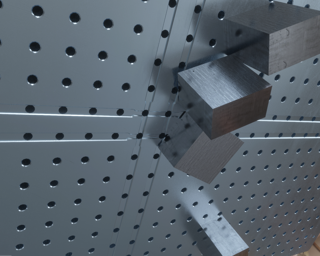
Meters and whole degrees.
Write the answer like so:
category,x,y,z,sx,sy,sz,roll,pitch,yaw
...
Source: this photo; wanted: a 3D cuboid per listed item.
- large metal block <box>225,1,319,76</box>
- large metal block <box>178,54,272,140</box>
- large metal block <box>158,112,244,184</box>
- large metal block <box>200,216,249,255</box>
category,x,y,z,sx,sy,sz,roll,pitch,yaw
large metal block,0.139,-0.114,0.383,0.081,0.080,0.050,-24,127,-15
large metal block,0.078,-0.041,0.389,0.081,0.080,0.050,-22,137,-16
large metal block,0.059,0.024,0.445,0.080,0.050,0.080,30,101,-38
large metal block,0.119,0.230,0.586,0.050,0.080,0.079,-17,126,-19
